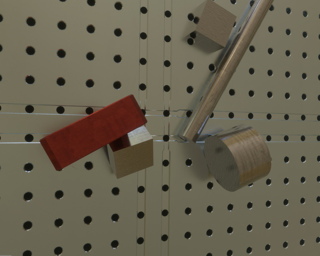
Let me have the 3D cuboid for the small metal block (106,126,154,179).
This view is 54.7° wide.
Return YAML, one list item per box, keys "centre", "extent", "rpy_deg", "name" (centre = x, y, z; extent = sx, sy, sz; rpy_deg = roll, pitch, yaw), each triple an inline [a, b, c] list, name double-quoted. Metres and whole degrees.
- centre: [-0.037, 0.031, 0.386]
  extent: [0.050, 0.025, 0.050]
  rpy_deg: [-19, 136, -19]
  name: "small metal block"

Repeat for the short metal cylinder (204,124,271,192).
- centre: [0.104, 0.040, 0.423]
  extent: [0.050, 0.080, 0.080]
  rpy_deg: [-20, 97, -19]
  name: "short metal cylinder"

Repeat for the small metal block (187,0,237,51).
- centre: [0.074, -0.146, 0.441]
  extent: [0.050, 0.025, 0.050]
  rpy_deg: [24, 82, -19]
  name: "small metal block"

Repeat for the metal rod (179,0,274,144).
- centre: [0.111, -0.111, 0.455]
  extent: [0.025, 0.025, 0.300]
  rpy_deg: [33, 79, -17]
  name: "metal rod"

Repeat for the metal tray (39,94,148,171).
- centre: [-0.074, 0.007, 0.329]
  extent: [0.091, 0.130, 0.030]
  rpy_deg: [-29, 94, -18]
  name: "metal tray"
